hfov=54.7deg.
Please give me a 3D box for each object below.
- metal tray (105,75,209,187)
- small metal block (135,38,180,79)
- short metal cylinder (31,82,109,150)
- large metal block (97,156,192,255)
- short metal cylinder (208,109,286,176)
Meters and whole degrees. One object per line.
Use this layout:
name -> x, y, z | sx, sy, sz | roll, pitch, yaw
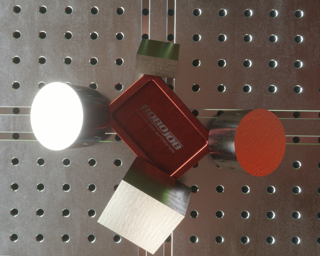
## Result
metal tray -> -0.001, 0.001, 0.410 | 0.090, 0.030, 0.130 | -41, 90, 0
small metal block -> -0.002, -0.090, 0.398 | 0.050, 0.050, 0.025 | 9, 128, 0
short metal cylinder -> -0.111, -0.014, 0.385 | 0.080, 0.050, 0.079 | 0, 91, 25
large metal block -> -0.019, 0.096, 0.383 | 0.080, 0.050, 0.079 | 31, 121, -1
short metal cylinder -> 0.108, 0.017, 0.386 | 0.081, 0.050, 0.079 | 0, 91, -27
